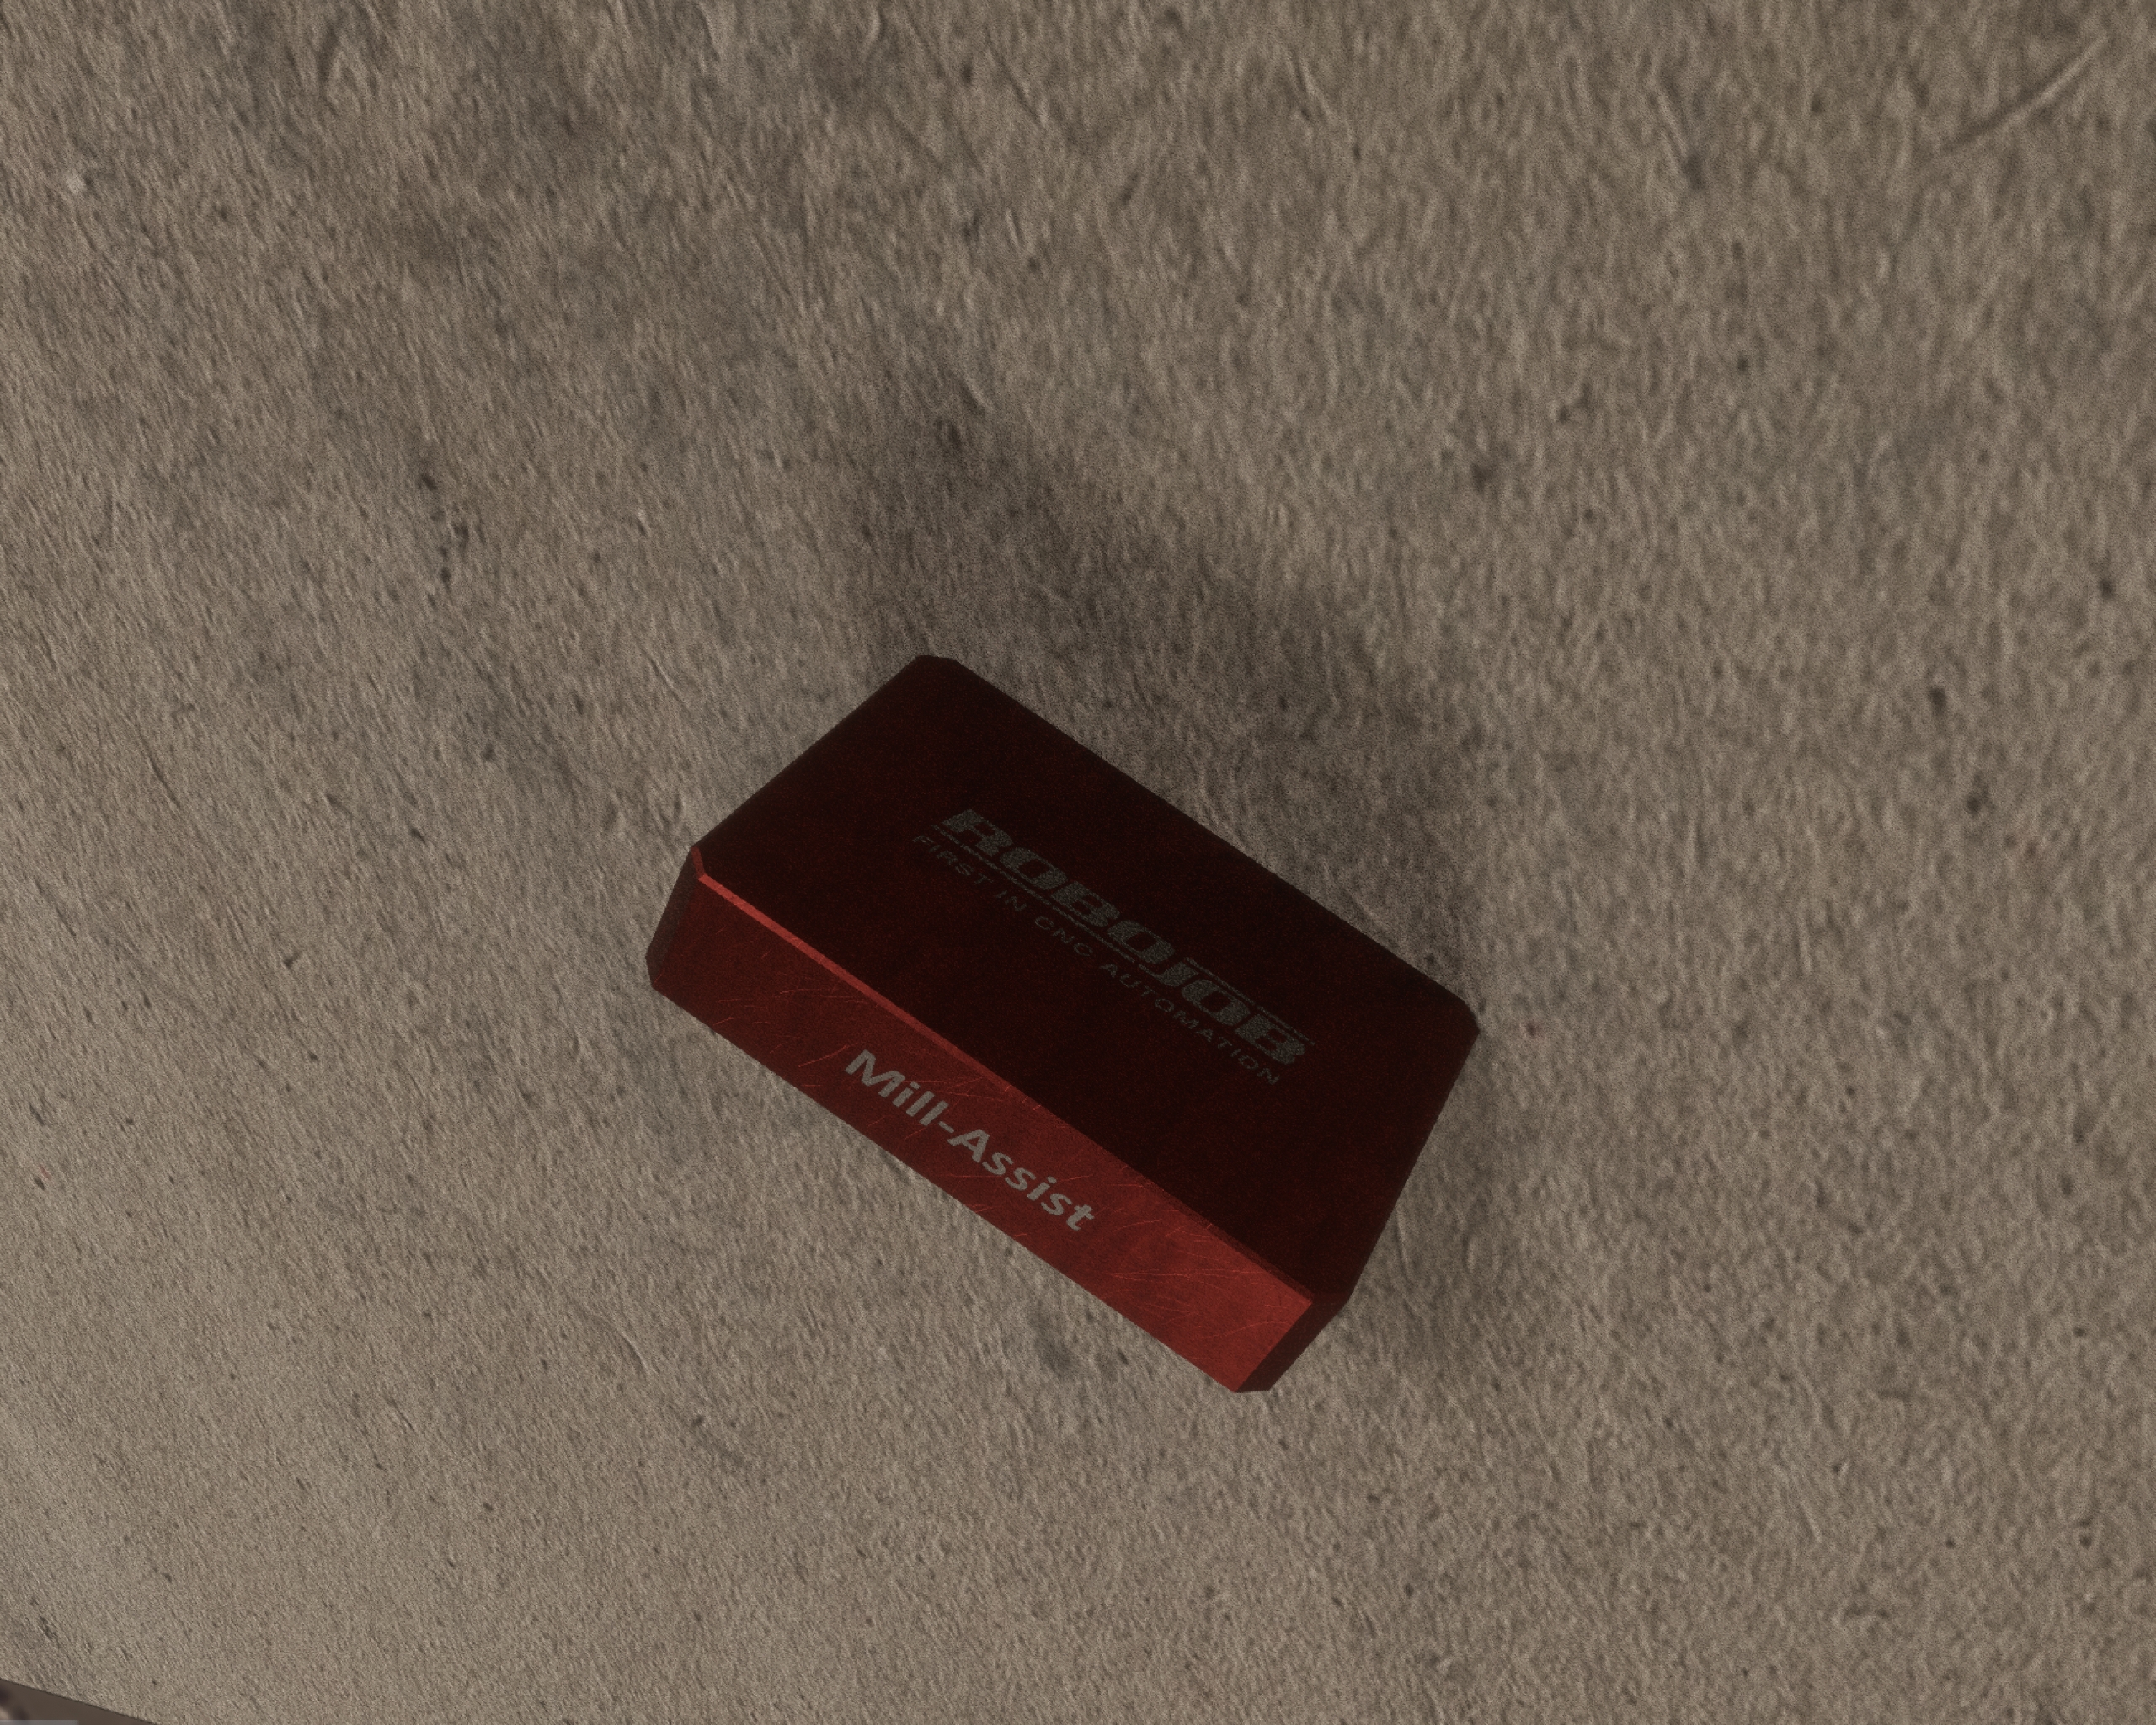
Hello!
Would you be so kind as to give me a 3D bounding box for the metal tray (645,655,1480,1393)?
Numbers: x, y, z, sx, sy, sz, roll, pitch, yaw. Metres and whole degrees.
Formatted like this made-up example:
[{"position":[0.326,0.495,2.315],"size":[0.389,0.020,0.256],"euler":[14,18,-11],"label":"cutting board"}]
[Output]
[{"position":[0.001,0.024,0.380],"size":[0.130,0.090,0.030],"euler":[34,129,5],"label":"metal tray"}]
